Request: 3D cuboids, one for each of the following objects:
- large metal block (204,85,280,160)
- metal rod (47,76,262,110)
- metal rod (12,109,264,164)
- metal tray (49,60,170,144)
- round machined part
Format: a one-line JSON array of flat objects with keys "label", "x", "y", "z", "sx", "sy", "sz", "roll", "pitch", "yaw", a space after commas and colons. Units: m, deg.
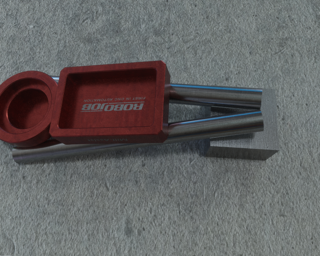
[{"label": "large metal block", "x": 0.101, "y": -0.006, "z": 0.398, "sx": 0.081, "sy": 0.050, "sz": 0.080, "roll": 4, "pitch": 70, "yaw": 1}, {"label": "metal rod", "x": -0.029, "y": -0.047, "z": 0.392, "sx": 0.301, "sy": 0.025, "sz": 0.025, "roll": 6, "pitch": 70, "yaw": 15}, {"label": "metal rod", "x": -0.034, "y": 0.012, "z": 0.370, "sx": 0.301, "sy": 0.025, "sz": 0.025, "roll": -8, "pitch": 70, "yaw": 10}, {"label": "metal tray", "x": -0.056, "y": -0.029, "z": 0.361, "sx": 0.131, "sy": 0.030, "sz": 0.090, "roll": -1, "pitch": 69, "yaw": 12}, {"label": "round machined part", "x": -0.165, "y": -0.021, "z": 0.400, "sx": 0.098, "sy": 0.042, "sz": 0.098, "roll": -3, "pitch": 69, "yaw": 9}]
